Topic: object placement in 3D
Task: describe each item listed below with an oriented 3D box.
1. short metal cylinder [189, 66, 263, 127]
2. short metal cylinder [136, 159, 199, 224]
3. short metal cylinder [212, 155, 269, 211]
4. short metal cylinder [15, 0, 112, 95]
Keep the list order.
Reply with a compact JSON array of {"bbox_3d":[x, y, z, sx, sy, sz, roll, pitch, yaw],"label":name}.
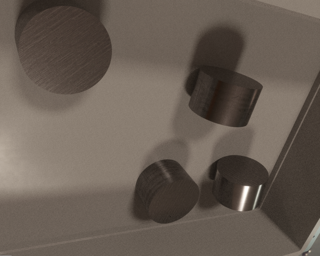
[{"bbox_3d":[0.082,-0.042,0.394,0.081,0.080,0.050,1,118,-30],"label":"short metal cylinder"},{"bbox_3d":[0.011,0.093,0.458,0.081,0.050,0.079,-14,125,-21],"label":"short metal cylinder"},{"bbox_3d":[0.128,0.087,0.500,0.081,0.080,0.050,-9,123,-24],"label":"short metal cylinder"},{"bbox_3d":[-0.092,-0.078,0.294,0.081,0.050,0.079,-14,125,-21],"label":"short metal cylinder"}]
